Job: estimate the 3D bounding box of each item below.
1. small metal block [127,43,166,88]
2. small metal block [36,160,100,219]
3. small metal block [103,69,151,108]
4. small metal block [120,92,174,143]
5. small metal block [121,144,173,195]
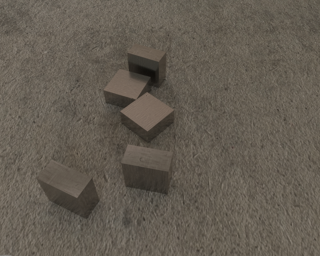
[{"bbox_3d":[-0.019,-0.093,0.465,0.050,0.050,0.025,20,53,16],"label":"small metal block"},{"bbox_3d":[-0.096,0.066,0.331,0.050,0.050,0.025,21,53,16],"label":"small metal block"},{"bbox_3d":[-0.046,-0.055,0.449,0.050,0.025,0.050,17,52,14],"label":"small metal block"},{"bbox_3d":[-0.017,-0.015,0.415,0.050,0.025,0.050,36,58,26],"label":"small metal block"},{"bbox_3d":[-0.013,0.047,0.347,0.050,0.050,0.025,9,51,8],"label":"small metal block"}]
